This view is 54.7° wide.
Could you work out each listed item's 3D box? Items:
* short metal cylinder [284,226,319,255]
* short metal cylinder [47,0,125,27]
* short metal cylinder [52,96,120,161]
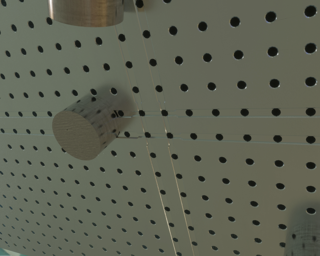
[{"bbox_3d":[0.201,0.173,0.396,0.080,0.050,0.079,13,124,20],"label":"short metal cylinder"},{"bbox_3d":[-0.077,-0.144,0.326,0.080,0.080,0.050,20,126,16],"label":"short metal cylinder"},{"bbox_3d":[-0.107,0.000,0.449,0.080,0.050,0.079,13,124,20],"label":"short metal cylinder"}]
